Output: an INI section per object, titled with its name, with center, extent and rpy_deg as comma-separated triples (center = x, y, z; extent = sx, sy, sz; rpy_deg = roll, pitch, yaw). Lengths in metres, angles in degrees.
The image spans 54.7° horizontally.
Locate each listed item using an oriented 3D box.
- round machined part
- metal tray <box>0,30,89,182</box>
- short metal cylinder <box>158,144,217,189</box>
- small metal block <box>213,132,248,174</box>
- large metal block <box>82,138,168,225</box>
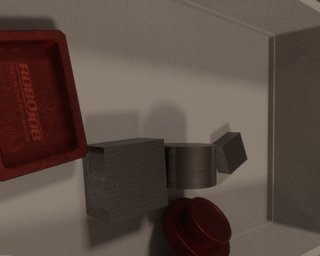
[round machined part]
center = 0.054, 0.131, 0.407
extent = 0.099, 0.098, 0.042
rpy_deg = 16, 124, -39
[metal tray]
center = -0.127, -0.025, 0.297
extent = 0.091, 0.030, 0.129
rpy_deg = -16, 100, -39
[short metal cylinder]
center = 0.033, 0.046, 0.401
extent = 0.081, 0.080, 0.050
rpy_deg = 0, 91, -40
[small metal block]
center = 0.113, 0.040, 0.504
extent = 0.050, 0.025, 0.050
rpy_deg = -31, 110, -36
[large metal block]
center = -0.040, 0.056, 0.359
extent = 0.081, 0.050, 0.079
rpy_deg = -6, 94, -40
